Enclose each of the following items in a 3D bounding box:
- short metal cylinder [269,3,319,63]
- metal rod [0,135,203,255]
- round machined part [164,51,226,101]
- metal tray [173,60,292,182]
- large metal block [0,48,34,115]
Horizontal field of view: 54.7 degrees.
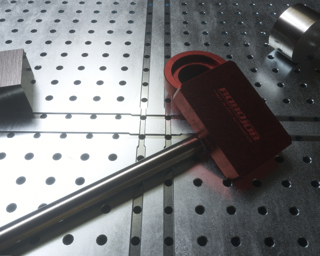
[{"bbox_3d":[0.226,-0.153,0.504,0.081,0.080,0.050,-26,55,-20],"label":"short metal cylinder"},{"bbox_3d":[-0.083,0.078,0.340,0.302,0.025,0.025,-24,54,-20],"label":"metal rod"},{"bbox_3d":[0.055,-0.067,0.454,0.099,0.042,0.098,0,50,0],"label":"round machined part"},{"bbox_3d":[0.089,-0.011,0.383,0.091,0.030,0.130,-29,79,-23],"label":"metal tray"},{"bbox_3d":[-0.231,-0.064,0.442,0.081,0.050,0.080,-10,51,-9],"label":"large metal block"}]
